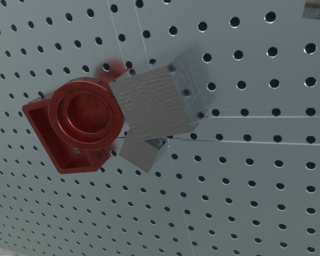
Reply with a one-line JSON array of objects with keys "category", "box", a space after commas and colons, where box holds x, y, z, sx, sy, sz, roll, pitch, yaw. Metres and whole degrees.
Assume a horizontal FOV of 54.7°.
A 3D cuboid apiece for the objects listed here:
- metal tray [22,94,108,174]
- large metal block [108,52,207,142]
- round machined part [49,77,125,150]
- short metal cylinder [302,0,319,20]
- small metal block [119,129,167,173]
[{"category": "metal tray", "box": [-0.150, 0.010, 0.490, 0.090, 0.030, 0.129, -9, 114, 31]}, {"category": "large metal block", "box": [-0.001, -0.036, 0.372, 0.080, 0.050, 0.080, -11, 113, 32]}, {"category": "round machined part", "box": [-0.095, -0.022, 0.422, 0.099, 0.042, 0.097, 2, 114, 5]}, {"category": "short metal cylinder", "box": [0.141, -0.120, 0.227, 0.050, 0.080, 0.079, 14, 124, 20]}, {"category": "small metal block", "box": [-0.025, 0.029, 0.441, 0.050, 0.025, 0.050, 31, 128, 8]}]
